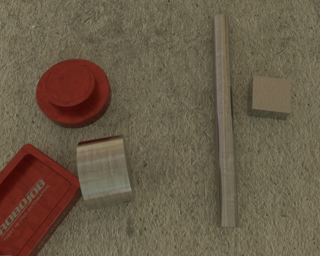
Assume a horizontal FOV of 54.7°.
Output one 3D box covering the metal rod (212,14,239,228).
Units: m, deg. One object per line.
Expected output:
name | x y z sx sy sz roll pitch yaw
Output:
metal rod | 0.086 -0.023 0.417 0.025 0.025 0.299 2 70 1

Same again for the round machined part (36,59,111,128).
round machined part | -0.118 -0.052 0.417 0.099 0.042 0.098 0 70 0

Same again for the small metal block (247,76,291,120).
small metal block | 0.149 -0.041 0.424 0.050 0.025 0.050 7 70 2

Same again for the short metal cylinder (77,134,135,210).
short metal cylinder | -0.061 0.051 0.360 0.050 0.080 0.080 -10 71 -4

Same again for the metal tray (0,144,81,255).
metal tray | -0.163 0.095 0.369 0.090 0.030 0.130 32 73 11
